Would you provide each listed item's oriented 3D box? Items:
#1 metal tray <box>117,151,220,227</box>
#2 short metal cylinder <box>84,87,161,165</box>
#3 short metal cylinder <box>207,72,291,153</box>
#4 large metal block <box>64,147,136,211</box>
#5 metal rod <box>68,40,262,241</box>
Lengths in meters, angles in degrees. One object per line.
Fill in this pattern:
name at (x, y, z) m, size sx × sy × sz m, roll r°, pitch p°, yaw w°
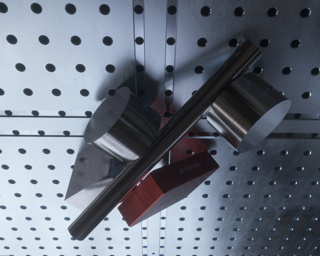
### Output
metal tray at (0.015, 0.080, 0.425) m, size 0.131 × 0.030 × 0.090 m, roll -11°, pitch 148°, yaw -51°
short metal cylinder at (-0.045, -0.003, 0.372) m, size 0.080 × 0.080 × 0.050 m, roll -36°, pitch 122°, yaw 26°
short metal cylinder at (0.101, -0.017, 0.356) m, size 0.080 × 0.050 × 0.080 m, roll -32°, pitch 152°, yaw -19°
large metal block at (-0.077, 0.064, 0.428) m, size 0.080 × 0.080 × 0.050 m, roll -32°, pitch 123°, yaw 24°
metal rod at (0.000, 0.020, 0.358) m, size 0.299 × 0.025 × 0.025 m, roll -47°, pitch 119°, yaw 7°
